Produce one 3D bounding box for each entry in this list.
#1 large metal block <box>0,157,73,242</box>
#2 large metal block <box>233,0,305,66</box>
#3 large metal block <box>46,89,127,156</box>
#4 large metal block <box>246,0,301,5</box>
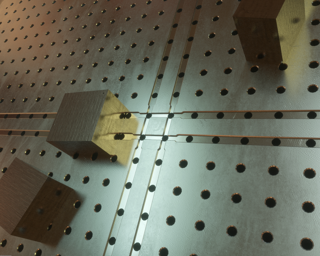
[{"bbox_3d":[-0.182,0.097,0.426,0.080,0.050,0.080,18,71,34],"label":"large metal block"},{"bbox_3d":[0.139,-0.137,0.384,0.050,0.080,0.080,18,71,35],"label":"large metal block"},{"bbox_3d":[-0.105,-0.006,0.449,0.080,0.050,0.080,-1,61,27],"label":"large metal block"},{"bbox_3d":[0.172,-0.227,0.441,0.080,0.050,0.080,24,74,36],"label":"large metal block"}]
